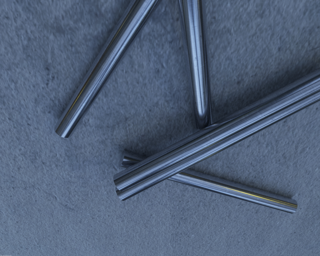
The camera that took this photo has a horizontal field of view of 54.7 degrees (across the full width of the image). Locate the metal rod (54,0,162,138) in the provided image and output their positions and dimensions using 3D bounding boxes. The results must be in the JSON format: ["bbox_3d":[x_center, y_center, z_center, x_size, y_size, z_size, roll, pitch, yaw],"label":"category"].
[{"bbox_3d":[-0.043,-0.091,0.328,0.025,0.025,0.298,27,125,-22],"label":"metal rod"}]

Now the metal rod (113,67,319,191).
[{"bbox_3d":[0.071,0.005,0.382,0.300,0.025,0.025,-29,125,15],"label":"metal rod"}]

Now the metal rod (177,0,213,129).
[{"bbox_3d":[0.031,-0.105,0.293,0.025,0.025,0.299,-8,138,6],"label":"metal rod"}]

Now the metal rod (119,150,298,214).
[{"bbox_3d":[0.084,0.088,0.483,0.302,0.025,0.025,18,128,-15],"label":"metal rod"}]

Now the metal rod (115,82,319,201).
[{"bbox_3d":[0.070,0.022,0.407,0.300,0.025,0.025,-29,125,15],"label":"metal rod"}]
